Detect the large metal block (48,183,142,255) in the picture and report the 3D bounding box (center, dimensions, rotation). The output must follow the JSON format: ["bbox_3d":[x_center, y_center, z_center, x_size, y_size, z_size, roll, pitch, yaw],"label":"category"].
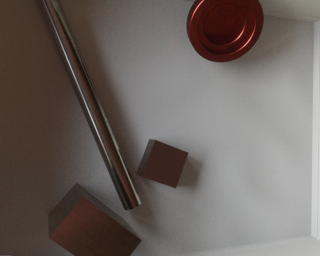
[{"bbox_3d":[-0.078,0.113,0.354,0.080,0.080,0.050,43,77,-16],"label":"large metal block"}]

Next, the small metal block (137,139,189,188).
[{"bbox_3d":[0.003,0.047,0.413,0.050,0.025,0.050,22,82,-19],"label":"small metal block"}]

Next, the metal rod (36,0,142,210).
[{"bbox_3d":[-0.088,-0.039,0.378,0.025,0.025,0.298,-24,98,-19],"label":"metal rod"}]

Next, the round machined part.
[{"bbox_3d":[0.084,-0.142,0.417,0.099,0.042,0.097,-4,127,-6],"label":"round machined part"}]
